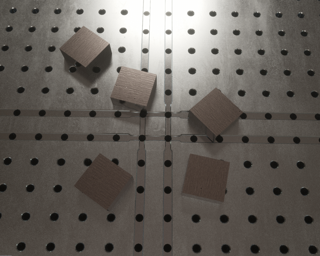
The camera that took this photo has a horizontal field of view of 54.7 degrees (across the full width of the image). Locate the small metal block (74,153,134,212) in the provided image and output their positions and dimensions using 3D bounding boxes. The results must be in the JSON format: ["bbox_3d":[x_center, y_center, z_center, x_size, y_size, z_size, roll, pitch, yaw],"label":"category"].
[{"bbox_3d":[-0.069,0.068,0.386,0.050,0.025,0.050,33,73,11],"label":"small metal block"}]

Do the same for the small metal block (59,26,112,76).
[{"bbox_3d":[-0.107,-0.112,0.452,0.050,0.025,0.050,36,74,12],"label":"small metal block"}]

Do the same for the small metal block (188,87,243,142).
[{"bbox_3d":[0.074,-0.018,0.419,0.050,0.025,0.050,-40,75,-14],"label":"small metal block"}]

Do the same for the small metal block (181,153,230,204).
[{"bbox_3d":[0.057,0.064,0.389,0.050,0.025,0.050,12,70,4],"label":"small metal block"}]

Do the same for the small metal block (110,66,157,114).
[{"bbox_3d":[-0.035,-0.053,0.431,0.050,0.025,0.050,15,71,5],"label":"small metal block"}]
